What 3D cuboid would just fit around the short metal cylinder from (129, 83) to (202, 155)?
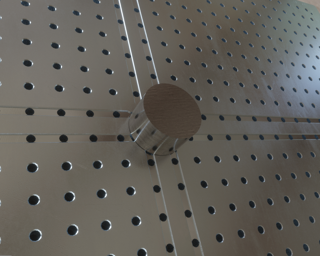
[{"bbox_3d":[0.006,-0.011,0.403,0.081,0.050,0.080,14,56,-21],"label":"short metal cylinder"}]
